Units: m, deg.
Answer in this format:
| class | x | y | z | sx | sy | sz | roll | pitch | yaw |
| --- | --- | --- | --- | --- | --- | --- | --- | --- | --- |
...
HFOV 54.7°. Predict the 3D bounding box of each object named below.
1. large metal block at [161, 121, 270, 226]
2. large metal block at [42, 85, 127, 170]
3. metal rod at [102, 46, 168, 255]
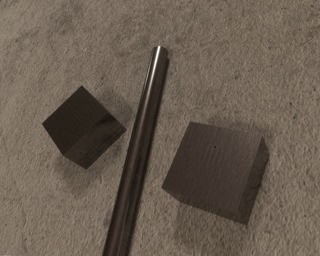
| class | x | y | z | sx | sy | sz | roll | pitch | yaw |
| --- | --- | --- | --- | --- | --- | --- | --- | --- | --- |
| large metal block | 0.061 | 0.046 | 0.327 | 0.080 | 0.050 | 0.080 | 12 | 68 | 33 |
| large metal block | -0.109 | -0.002 | 0.444 | 0.080 | 0.050 | 0.080 | -45 | 51 | -4 |
| metal rod | -0.026 | 0.015 | 0.406 | 0.025 | 0.025 | 0.299 | -3 | 60 | 26 |
